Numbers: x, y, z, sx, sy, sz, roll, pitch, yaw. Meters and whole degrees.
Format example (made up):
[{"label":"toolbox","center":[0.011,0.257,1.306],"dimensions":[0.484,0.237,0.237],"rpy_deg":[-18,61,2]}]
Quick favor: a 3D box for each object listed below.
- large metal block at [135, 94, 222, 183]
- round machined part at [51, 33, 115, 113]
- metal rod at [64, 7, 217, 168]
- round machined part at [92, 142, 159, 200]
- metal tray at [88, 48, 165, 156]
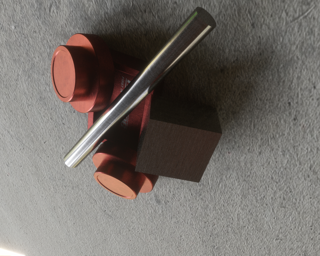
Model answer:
[{"label":"large metal block","center":[0.019,0.014,0.372],"dimensions":[0.081,0.050,0.079],"rpy_deg":[12,127,-8]},{"label":"round machined part","center":[-0.101,-0.067,0.383],"dimensions":[0.098,0.042,0.097],"rpy_deg":[12,106,47]},{"label":"metal rod","center":[-0.046,-0.026,0.378],"dimensions":[0.025,0.025,0.299],"rpy_deg":[46,129,-4]},{"label":"round machined part","center":[-0.055,0.067,0.445],"dimensions":[0.098,0.042,0.098],"rpy_deg":[20,148,14]},{"label":"metal tray","center":[-0.049,-0.030,0.412],"dimensions":[0.090,0.030,0.129],"rpy_deg":[22,127,14]}]
